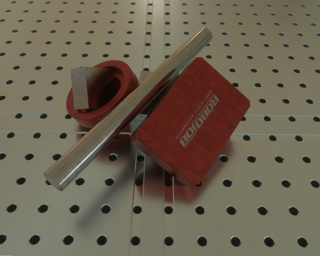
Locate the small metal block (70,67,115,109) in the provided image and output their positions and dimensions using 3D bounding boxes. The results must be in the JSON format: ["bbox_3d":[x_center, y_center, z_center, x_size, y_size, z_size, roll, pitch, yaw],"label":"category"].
[{"bbox_3d":[-0.084,-0.051,0.397,0.025,0.050,0.050,-1,6,33],"label":"small metal block"}]

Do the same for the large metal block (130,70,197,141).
[{"bbox_3d":[0.008,-0.028,0.415,0.080,0.050,0.080,7,50,5],"label":"large metal block"}]

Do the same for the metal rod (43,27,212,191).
[{"bbox_3d":[-0.018,-0.043,0.378,0.025,0.025,0.301,28,55,21],"label":"metal rod"}]

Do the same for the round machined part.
[{"bbox_3d":[-0.071,-0.040,0.412,0.098,0.042,0.098,-15,50,20],"label":"round machined part"}]

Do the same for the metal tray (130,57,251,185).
[{"bbox_3d":[0.039,-0.009,0.369,0.090,0.030,0.130,40,70,-8],"label":"metal tray"}]
